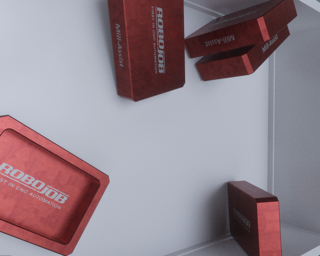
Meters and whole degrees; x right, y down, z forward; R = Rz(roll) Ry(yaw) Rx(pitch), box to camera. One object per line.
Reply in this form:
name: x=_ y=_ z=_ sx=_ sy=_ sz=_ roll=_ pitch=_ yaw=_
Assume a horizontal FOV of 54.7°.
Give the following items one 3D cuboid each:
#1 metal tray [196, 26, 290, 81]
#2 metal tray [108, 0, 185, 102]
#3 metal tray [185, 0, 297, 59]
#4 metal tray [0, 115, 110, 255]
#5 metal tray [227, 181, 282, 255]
metal tray: x=0.127 y=-0.121 z=0.473 sx=0.131 sy=0.090 sz=0.030 roll=-43 pitch=117 yaw=-32
metal tray: x=-0.012 y=-0.105 z=0.373 sx=0.091 sy=0.030 sz=0.129 roll=-22 pitch=120 yaw=-38
metal tray: x=0.107 y=-0.139 z=0.430 sx=0.090 sy=0.130 sz=0.030 roll=-40 pitch=115 yaw=-33
metal tray: x=-0.123 y=0.058 z=0.301 sx=0.130 sy=0.030 sz=0.090 roll=40 pitch=66 yaw=-33
metal tray: x=0.134 y=0.133 z=0.457 sx=0.030 sy=0.130 sz=0.089 roll=-3 pitch=90 yaw=-4
